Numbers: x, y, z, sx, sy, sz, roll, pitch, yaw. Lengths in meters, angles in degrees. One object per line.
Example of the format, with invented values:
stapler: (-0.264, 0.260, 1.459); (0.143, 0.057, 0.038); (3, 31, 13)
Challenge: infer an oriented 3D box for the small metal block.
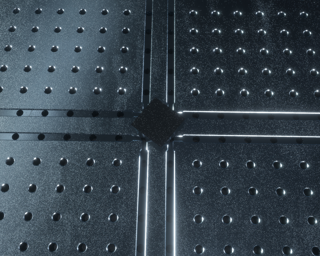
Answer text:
small metal block: (-0.002, -0.004, 0.413); (0.050, 0.025, 0.050); (37, 74, 12)
